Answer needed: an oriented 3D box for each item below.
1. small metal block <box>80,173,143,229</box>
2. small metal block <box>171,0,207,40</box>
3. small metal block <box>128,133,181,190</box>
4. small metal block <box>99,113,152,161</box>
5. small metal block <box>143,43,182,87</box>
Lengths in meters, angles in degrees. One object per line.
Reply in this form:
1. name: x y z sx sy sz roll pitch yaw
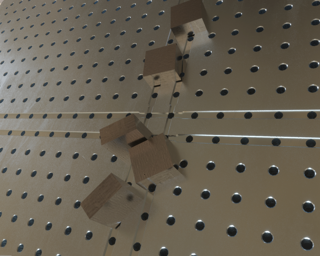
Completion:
1. small metal block: -0.056 0.087 0.367 0.050 0.050 0.025 -45 51 -3
2. small metal block: 0.045 -0.174 0.490 0.050 0.025 0.050 -12 57 21
3. small metal block: -0.007 0.041 0.386 0.050 0.025 0.050 -26 53 11
4. small metal block: -0.043 0.013 0.405 0.050 0.050 0.025 -25 53 13
5. small metal block: 0.005 -0.094 0.462 0.050 0.025 0.050 -9 58 23
